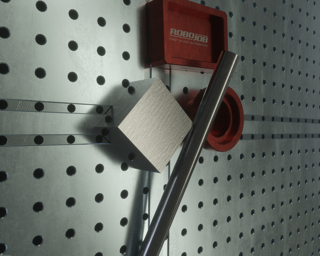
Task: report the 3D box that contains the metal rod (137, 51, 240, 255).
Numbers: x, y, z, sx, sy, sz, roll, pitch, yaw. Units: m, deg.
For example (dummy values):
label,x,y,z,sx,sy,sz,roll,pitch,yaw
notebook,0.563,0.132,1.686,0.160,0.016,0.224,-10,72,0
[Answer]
label,x,y,z,sx,sy,sz,roll,pitch,yaw
metal rod,0.036,0.041,0.401,0.025,0.025,0.299,25,86,-37

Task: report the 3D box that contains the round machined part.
label,x,y,z,sx,sy,sz,roll,pitch,yaw
round machined part,0.080,-0.014,0.465,0.099,0.042,0.097,0,90,-40

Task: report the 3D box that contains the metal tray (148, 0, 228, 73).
label,x,y,z,sx,sy,sz,roll,pitch,yaw
metal tray,0.045,-0.129,0.442,0.131,0.030,0.089,-3,92,-40

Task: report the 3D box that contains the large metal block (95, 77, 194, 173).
label,x,y,z,sx,sy,sz,roll,pitch,yaw
large metal block,-0.016,-0.003,0.379,0.080,0.050,0.080,51,60,-28
